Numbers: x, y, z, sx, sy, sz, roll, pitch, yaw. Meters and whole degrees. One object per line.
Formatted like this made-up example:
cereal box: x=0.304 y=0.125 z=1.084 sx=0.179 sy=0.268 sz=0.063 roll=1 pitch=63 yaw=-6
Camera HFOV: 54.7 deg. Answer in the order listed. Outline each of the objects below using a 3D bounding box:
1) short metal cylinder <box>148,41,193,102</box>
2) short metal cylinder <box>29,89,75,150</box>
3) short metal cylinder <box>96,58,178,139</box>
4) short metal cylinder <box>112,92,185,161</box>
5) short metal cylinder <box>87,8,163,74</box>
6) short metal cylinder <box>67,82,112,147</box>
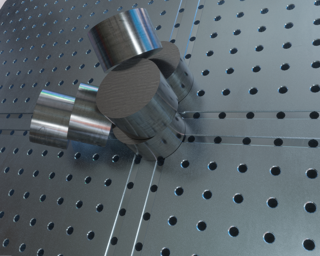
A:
short metal cylinder: x=0.000 y=-0.075 z=0.437 sx=0.080 sy=0.050 sz=0.080 roll=-13 pitch=56 yaw=21
short metal cylinder: x=-0.152 y=-0.013 z=0.452 sx=0.050 sy=0.080 sz=0.080 roll=14 pitch=61 yaw=-12
short metal cylinder: x=-0.026 y=-0.034 z=0.360 sx=0.080 sy=0.050 sz=0.080 roll=-13 pitch=56 yaw=21
short metal cylinder: x=-0.014 y=-0.004 z=0.401 sx=0.080 sy=0.050 sz=0.080 roll=-13 pitch=56 yaw=21
short metal cylinder: x=-0.043 y=-0.107 z=0.388 sx=0.080 sy=0.080 sz=0.050 roll=-22 pitch=97 yaw=15
short metal cylinder: x=-0.091 y=-0.018 z=0.422 sx=0.050 sy=0.080 sz=0.080 roll=14 pitch=61 yaw=-12
